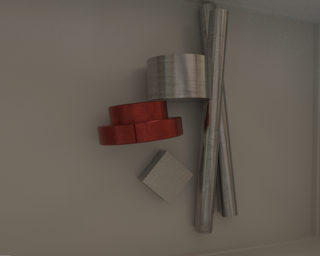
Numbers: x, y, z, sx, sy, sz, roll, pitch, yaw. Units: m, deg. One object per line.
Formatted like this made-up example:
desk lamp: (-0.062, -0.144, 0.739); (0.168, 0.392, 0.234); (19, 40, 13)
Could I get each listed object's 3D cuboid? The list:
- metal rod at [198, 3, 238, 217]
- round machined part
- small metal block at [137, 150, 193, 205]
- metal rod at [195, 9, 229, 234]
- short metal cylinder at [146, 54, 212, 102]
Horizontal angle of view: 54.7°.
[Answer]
metal rod: (0.083, -0.023, 0.442); (0.025, 0.025, 0.298); (-7, 93, -20)
round machined part: (-0.024, -0.008, 0.364); (0.099, 0.098, 0.042); (-8, 93, -20)
small metal block: (0.007, 0.065, 0.414); (0.050, 0.025, 0.050); (43, 76, -15)
metal rod: (0.069, -0.005, 0.421); (0.025, 0.025, 0.298); (1, 96, -20)
short metal cylinder: (0.024, -0.060, 0.391); (0.081, 0.080, 0.050); (-2, 91, -20)
